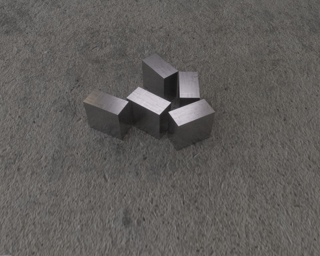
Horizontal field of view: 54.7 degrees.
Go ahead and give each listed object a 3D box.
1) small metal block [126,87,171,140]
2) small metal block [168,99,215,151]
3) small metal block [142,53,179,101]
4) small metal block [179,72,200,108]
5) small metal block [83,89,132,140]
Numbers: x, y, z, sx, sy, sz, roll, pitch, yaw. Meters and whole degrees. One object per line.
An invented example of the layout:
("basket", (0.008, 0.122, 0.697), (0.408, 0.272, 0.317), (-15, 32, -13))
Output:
("small metal block", (-0.014, -0.019, 0.402), (0.050, 0.050, 0.025), (28, 56, 21))
("small metal block", (0.038, -0.003, 0.390), (0.050, 0.050, 0.025), (-21, 53, -17))
("small metal block", (0.000, -0.071, 0.446), (0.025, 0.050, 0.050), (-31, 57, -23))
("small metal block", (0.038, -0.041, 0.422), (0.025, 0.050, 0.050), (1, 50, 1))
("small metal block", (-0.067, -0.017, 0.400), (0.050, 0.050, 0.025), (21, 53, 16))
